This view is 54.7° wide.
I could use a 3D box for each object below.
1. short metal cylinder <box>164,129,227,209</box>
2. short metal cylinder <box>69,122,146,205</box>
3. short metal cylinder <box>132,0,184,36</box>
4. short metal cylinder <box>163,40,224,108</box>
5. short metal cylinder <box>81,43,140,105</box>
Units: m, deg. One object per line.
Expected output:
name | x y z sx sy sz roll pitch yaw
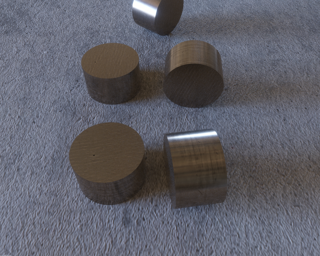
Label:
short metal cylinder | 0.035 0.043 0.332 0.050 0.080 0.080 -6 50 -5
short metal cylinder | -0.057 0.040 0.353 0.080 0.050 0.080 0 50 0
short metal cylinder | -0.003 -0.210 0.544 0.050 0.080 0.080 32 57 24
short metal cylinder | 0.046 -0.073 0.429 0.080 0.080 0.050 3 50 2
short metal cylinder | -0.070 -0.080 0.454 0.080 0.050 0.080 0 50 0
